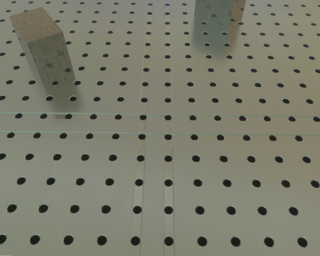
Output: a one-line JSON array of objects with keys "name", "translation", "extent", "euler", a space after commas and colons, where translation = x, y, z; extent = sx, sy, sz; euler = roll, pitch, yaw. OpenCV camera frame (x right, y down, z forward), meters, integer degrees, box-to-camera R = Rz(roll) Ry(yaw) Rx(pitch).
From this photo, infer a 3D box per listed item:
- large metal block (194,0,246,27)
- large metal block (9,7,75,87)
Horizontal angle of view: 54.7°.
[{"name": "large metal block", "translation": [0.116, -0.250, 0.584], "extent": [0.080, 0.080, 0.050], "euler": [32, 57, 23]}, {"name": "large metal block", "translation": [-0.179, -0.124, 0.474], "extent": [0.050, 0.080, 0.080], "euler": [-27, 56, -21]}]
